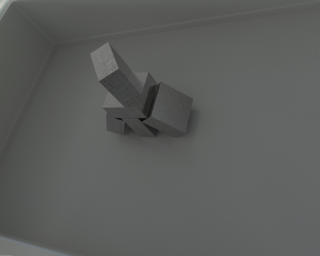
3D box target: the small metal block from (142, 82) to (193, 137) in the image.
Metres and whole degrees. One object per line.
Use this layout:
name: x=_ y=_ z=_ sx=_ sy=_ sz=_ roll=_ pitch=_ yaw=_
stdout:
small metal block: x=0.010 y=-0.023 z=0.393 sx=0.025 sy=0.050 sz=0.050 roll=-28 pitch=42 yaw=56

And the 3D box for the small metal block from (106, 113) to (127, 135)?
small metal block: x=-0.054 y=-0.024 z=0.427 sx=0.025 sy=0.050 sz=0.050 roll=16 pitch=66 yaw=-2

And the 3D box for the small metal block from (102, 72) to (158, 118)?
small metal block: x=-0.036 y=-0.040 z=0.382 sx=0.050 sy=0.025 sz=0.050 roll=1 pitch=62 yaw=28

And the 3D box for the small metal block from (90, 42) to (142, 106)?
small metal block: x=-0.050 y=-0.061 z=0.354 sx=0.025 sy=0.050 sz=0.050 roll=-31 pitch=51 yaw=9

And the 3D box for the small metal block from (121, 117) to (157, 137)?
small metal block: x=-0.021 y=-0.022 z=0.412 sx=0.025 sy=0.050 sz=0.050 roll=1 pitch=62 yaw=29
